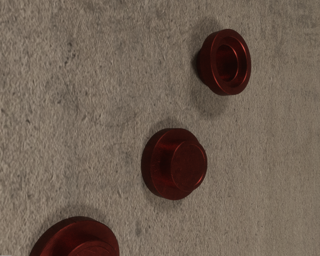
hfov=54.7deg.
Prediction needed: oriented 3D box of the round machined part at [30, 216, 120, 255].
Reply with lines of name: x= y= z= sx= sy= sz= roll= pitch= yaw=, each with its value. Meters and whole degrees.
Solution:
round machined part: x=-0.084 y=0.147 z=0.325 sx=0.099 sy=0.042 sz=0.097 roll=0 pitch=90 yaw=-40

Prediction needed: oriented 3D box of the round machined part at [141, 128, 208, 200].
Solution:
round machined part: x=0.026 y=0.049 z=0.418 sx=0.099 sy=0.042 sz=0.097 roll=0 pitch=90 yaw=-40

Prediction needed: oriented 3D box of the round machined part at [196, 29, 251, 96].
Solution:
round machined part: x=0.094 y=-0.098 z=0.475 sx=0.099 sy=0.042 sz=0.097 roll=0 pitch=90 yaw=-40
